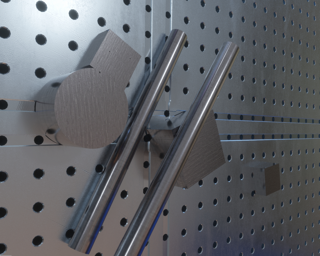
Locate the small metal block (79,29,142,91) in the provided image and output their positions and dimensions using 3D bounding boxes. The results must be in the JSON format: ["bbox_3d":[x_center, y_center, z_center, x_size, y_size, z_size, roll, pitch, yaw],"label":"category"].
[{"bbox_3d":[-0.057,-0.077,0.361,0.050,0.025,0.050,36,68,-34],"label":"small metal block"}]

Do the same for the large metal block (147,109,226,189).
[{"bbox_3d":[0.037,0.025,0.424,0.081,0.050,0.080,-26,106,-37],"label":"large metal block"}]

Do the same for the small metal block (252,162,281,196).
[{"bbox_3d":[0.198,0.094,0.575,0.050,0.025,0.050,-9,96,-40],"label":"small metal block"}]

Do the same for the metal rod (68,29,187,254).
[{"bbox_3d":[-0.031,0.001,0.382,0.025,0.025,0.300,37,67,-34],"label":"metal rod"}]

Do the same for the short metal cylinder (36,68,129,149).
[{"bbox_3d":[-0.081,-0.019,0.325,0.081,0.050,0.080,0,90,-40],"label":"short metal cylinder"}]

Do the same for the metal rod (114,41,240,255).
[{"bbox_3d":[0.030,0.013,0.369,0.025,0.025,0.300,43,64,-32],"label":"metal rod"}]
